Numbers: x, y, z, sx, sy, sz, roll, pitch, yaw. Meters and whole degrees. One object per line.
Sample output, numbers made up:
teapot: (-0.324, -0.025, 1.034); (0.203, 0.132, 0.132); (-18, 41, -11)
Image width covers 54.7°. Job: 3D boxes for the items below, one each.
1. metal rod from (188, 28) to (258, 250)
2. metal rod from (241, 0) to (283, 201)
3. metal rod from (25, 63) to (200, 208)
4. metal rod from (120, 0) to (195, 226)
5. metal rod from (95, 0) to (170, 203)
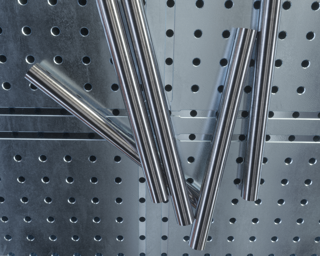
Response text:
metal rod: (0.079, 0.024, 0.407); (0.025, 0.025, 0.298); (9, 104, -4)
metal rod: (0.130, -0.040, 0.400); (0.025, 0.025, 0.298); (0, 110, 0)
metal rod: (-0.047, 0.021, 0.420); (0.301, 0.025, 0.025); (39, 105, -14)
metal rod: (0.001, -0.012, 0.392); (0.025, 0.025, 0.298); (-13, 104, 4)
metal rod: (-0.035, -0.046, 0.380); (0.025, 0.025, 0.298); (-13, 104, 4)
